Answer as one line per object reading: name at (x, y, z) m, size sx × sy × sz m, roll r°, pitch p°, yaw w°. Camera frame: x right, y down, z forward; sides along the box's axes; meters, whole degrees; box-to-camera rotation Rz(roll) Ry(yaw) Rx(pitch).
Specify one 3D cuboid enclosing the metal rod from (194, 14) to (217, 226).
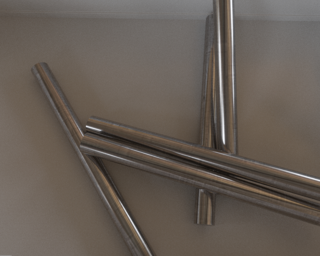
metal rod at (0.067, -0.025, 0.419) m, size 0.025 × 0.025 × 0.299 m, roll 5°, pitch 70°, yaw 2°

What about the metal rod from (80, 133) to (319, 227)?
metal rod at (0.052, 0.060, 0.360) m, size 0.301 × 0.025 × 0.025 m, roll 16°, pitch 71°, yaw 6°

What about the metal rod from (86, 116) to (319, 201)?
metal rod at (0.049, 0.033, 0.371) m, size 0.301 × 0.025 × 0.025 m, roll 15°, pitch 71°, yaw 15°

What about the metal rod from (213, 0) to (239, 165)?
metal rod at (0.079, -0.088, 0.375) m, size 0.025 × 0.025 × 0.298 m, roll -3°, pitch 96°, yaw -1°

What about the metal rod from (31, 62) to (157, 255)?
metal rod at (-0.091, 0.035, 0.395) m, size 0.025 × 0.025 × 0.299 m, roll -30°, pitch 73°, yaw -10°
